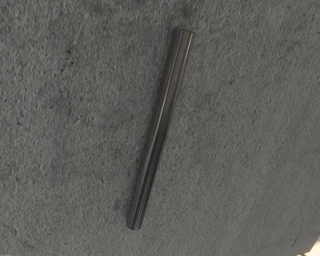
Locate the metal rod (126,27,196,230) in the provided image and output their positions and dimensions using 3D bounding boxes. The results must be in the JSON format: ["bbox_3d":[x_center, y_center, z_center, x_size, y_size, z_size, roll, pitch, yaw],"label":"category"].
[{"bbox_3d":[-0.006,0.019,0.418,0.025,0.025,0.298,0,118,-29],"label":"metal rod"}]
